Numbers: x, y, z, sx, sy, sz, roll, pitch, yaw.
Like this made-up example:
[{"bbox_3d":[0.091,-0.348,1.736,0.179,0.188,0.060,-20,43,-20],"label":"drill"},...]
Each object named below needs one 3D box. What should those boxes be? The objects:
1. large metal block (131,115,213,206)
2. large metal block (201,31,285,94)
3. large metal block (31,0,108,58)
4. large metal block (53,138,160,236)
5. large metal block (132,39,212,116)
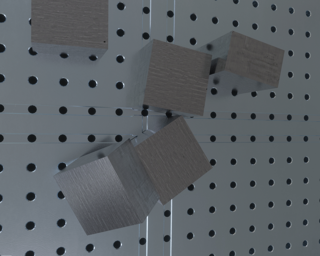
[{"bbox_3d":[0.007,0.039,0.402,0.080,0.050,0.080,-34,101,-17],"label":"large metal block"},{"bbox_3d":[0.105,-0.085,0.422,0.081,0.080,0.050,13,86,-20],"label":"large metal block"},{"bbox_3d":[-0.105,-0.129,0.360,0.081,0.050,0.080,0,90,-20],"label":"large metal block"},{"bbox_3d":[-0.059,0.068,0.355,0.080,0.080,0.050,64,27,-9],"label":"large metal block"},{"bbox_3d":[0.015,-0.061,0.404,0.081,0.050,0.080,10,87,-20],"label":"large metal block"}]
